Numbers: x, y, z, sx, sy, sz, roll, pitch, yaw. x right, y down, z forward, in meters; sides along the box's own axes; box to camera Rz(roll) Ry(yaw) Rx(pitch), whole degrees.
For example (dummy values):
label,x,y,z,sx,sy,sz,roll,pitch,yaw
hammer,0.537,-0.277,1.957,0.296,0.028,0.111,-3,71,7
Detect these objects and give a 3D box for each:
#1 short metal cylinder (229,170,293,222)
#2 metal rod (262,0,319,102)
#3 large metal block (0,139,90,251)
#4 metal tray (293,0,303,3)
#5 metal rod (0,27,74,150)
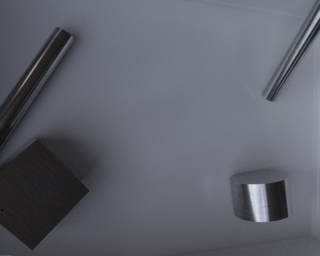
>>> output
label,x,y,z,sx,sy,sz,roll,pitch,yaw
short metal cylinder,0.141,0.093,0.435,0.081,0.080,0.050,-9,93,-20
metal rod,0.206,-0.155,0.382,0.025,0.025,0.298,0,134,-20
large metal block,-0.140,0.068,0.336,0.080,0.050,0.080,-47,111,-23
metal tray,0.268,-0.259,0.478,0.130,0.090,0.030,-47,105,-14
metal rod,-0.187,0.016,0.341,0.025,0.025,0.300,33,79,-17
